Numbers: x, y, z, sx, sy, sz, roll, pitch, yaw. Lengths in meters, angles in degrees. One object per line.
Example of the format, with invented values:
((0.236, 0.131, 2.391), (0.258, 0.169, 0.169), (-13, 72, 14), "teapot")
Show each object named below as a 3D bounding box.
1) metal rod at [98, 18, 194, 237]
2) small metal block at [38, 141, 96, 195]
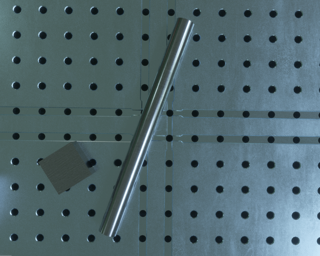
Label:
((-0.018, -0.001, 0.413), (0.025, 0.025, 0.299), (20, 90, 0), "metal rod")
((-0.123, 0.052, 0.412), (0.050, 0.025, 0.050), (-32, 90, 0), "small metal block")
